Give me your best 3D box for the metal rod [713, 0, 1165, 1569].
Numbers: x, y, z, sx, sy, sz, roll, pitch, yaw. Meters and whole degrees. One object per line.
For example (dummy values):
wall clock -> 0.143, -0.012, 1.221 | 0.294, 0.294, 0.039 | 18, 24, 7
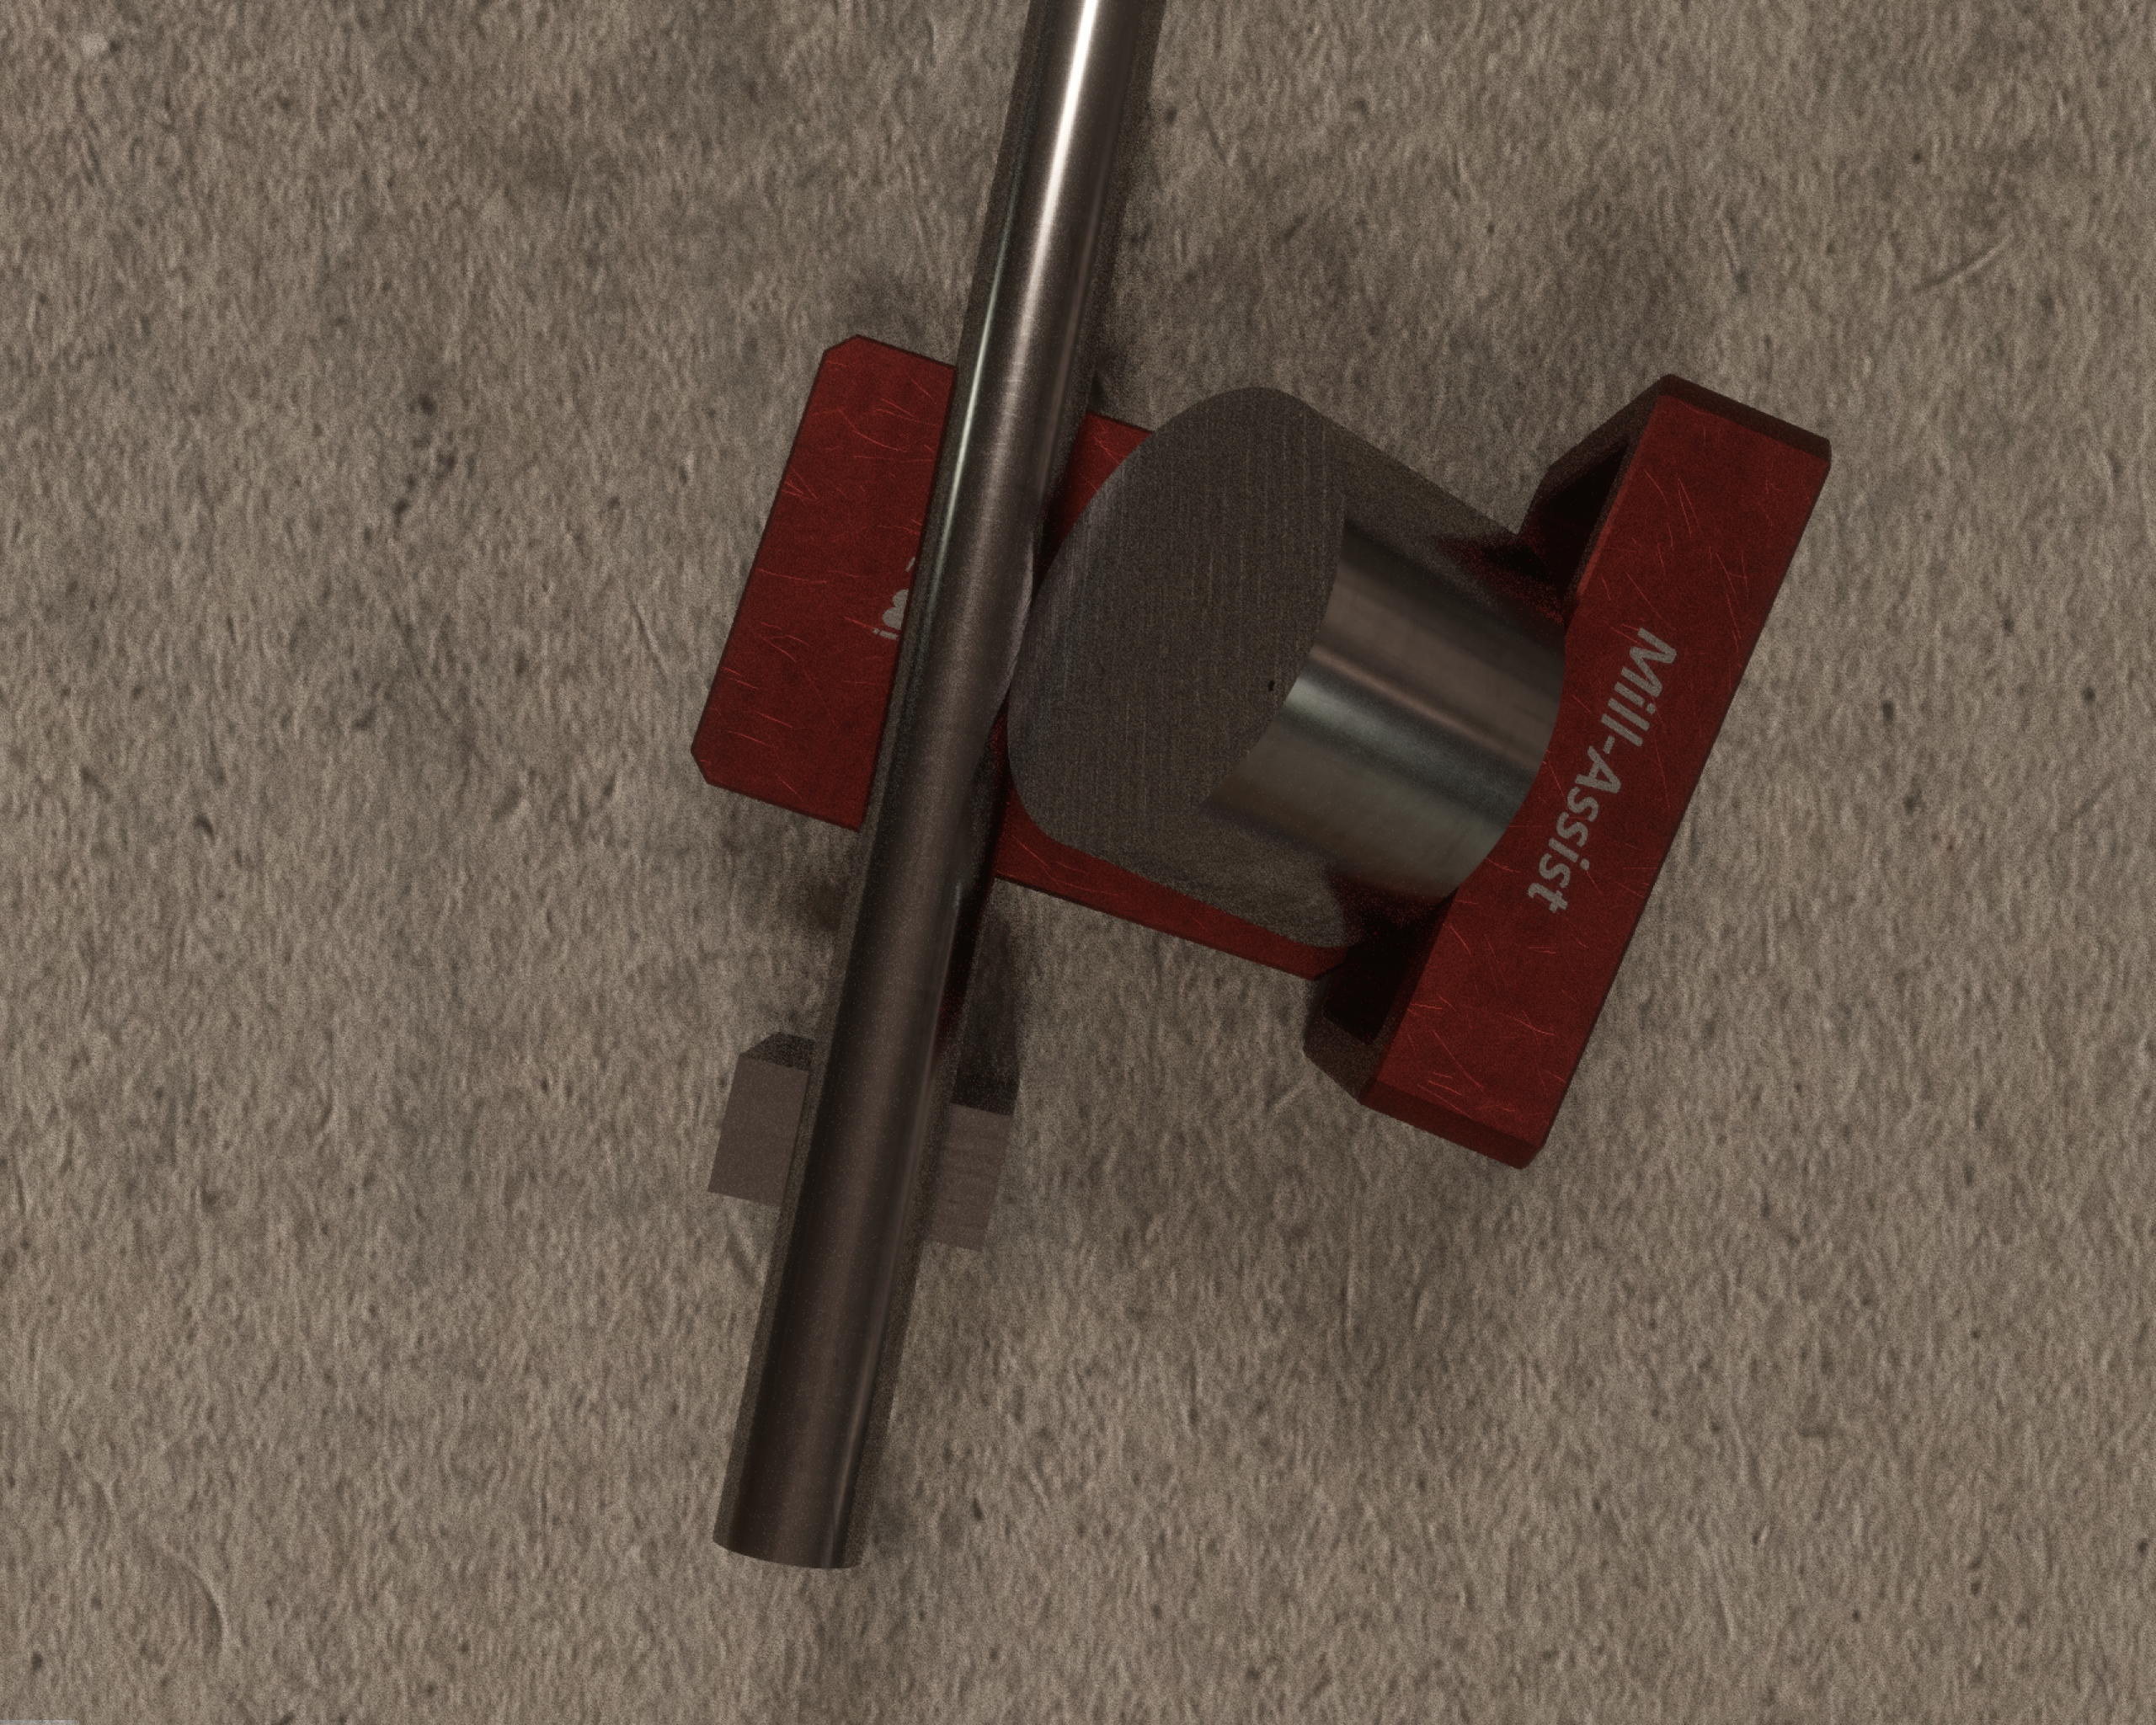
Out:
metal rod -> -0.021, -0.030, 0.372 | 0.025, 0.025, 0.299 | 11, 81, -1

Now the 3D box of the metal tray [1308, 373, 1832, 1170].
metal tray -> 0.084, -0.015, 0.380 | 0.030, 0.090, 0.129 | 23, 90, 0

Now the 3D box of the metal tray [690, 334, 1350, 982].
metal tray -> 0.002, -0.039, 0.408 | 0.131, 0.030, 0.090 | 18, 90, -1

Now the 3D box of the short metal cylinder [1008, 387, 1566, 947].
short metal cylinder -> 0.033, -0.031, 0.347 | 0.050, 0.080, 0.080 | 23, 90, -33

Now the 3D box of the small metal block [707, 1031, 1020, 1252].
small metal block -> -0.039, 0.052, 0.398 | 0.050, 0.050, 0.025 | 13, 90, -1
